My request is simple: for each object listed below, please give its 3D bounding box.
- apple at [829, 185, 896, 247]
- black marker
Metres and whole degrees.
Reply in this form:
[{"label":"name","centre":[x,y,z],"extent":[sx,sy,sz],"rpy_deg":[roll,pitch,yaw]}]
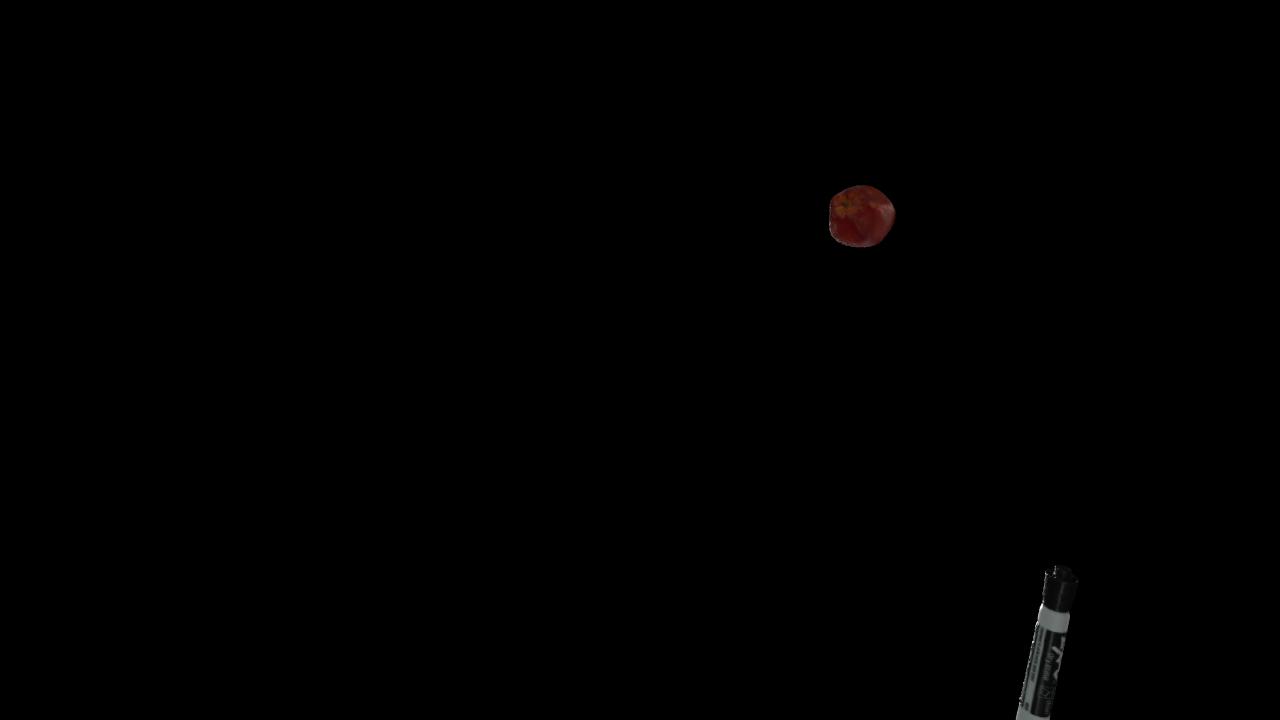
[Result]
[{"label":"apple","centre":[0.277,-0.181,0.778],"extent":[0.079,0.079,0.093],"rpy_deg":[0,-4,38]},{"label":"black marker","centre":[0.275,0.196,0.416],"extent":[0.020,0.121,0.020],"rpy_deg":[3,11,-1]}]
